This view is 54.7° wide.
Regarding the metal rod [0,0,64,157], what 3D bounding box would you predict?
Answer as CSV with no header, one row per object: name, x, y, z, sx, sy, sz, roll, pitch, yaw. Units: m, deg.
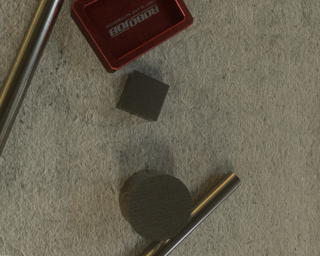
metal rod,-0.167,-0.032,0.347,0.025,0.025,0.299,22,83,-19

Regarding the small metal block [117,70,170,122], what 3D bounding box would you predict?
small metal block,-0.022,-0.040,0.401,0.050,0.025,0.050,22,83,-19

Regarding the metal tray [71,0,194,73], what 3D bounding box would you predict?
metal tray,-0.033,-0.140,0.393,0.131,0.030,0.090,-36,102,-17

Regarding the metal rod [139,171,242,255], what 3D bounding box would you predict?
metal rod,-0.004,0.164,0.407,0.301,0.025,0.025,-39,103,-16

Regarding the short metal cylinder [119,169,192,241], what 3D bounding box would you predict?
short metal cylinder,-0.007,0.095,0.393,0.081,0.050,0.079,0,90,-20
